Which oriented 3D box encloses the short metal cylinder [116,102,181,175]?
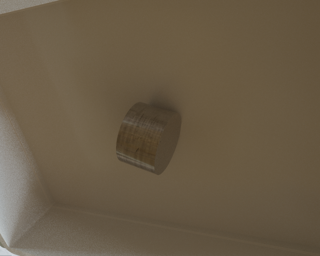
[{"bbox_3d":[-0.012,0.013,0.388,0.050,0.080,0.079,18,126,18],"label":"short metal cylinder"}]
